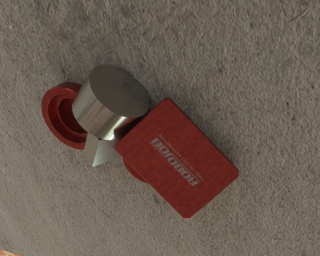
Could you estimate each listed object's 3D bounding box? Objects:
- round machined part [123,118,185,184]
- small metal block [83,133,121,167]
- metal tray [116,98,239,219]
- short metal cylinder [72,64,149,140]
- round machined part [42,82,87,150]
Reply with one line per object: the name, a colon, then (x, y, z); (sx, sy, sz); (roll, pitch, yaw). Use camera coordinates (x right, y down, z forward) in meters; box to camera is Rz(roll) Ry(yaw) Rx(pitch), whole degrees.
round machined part: (-0.012, 0.038, 0.425); (0.098, 0.042, 0.097); (13, 124, 20)
small metal block: (-0.071, 0.020, 0.417); (0.025, 0.050, 0.050); (46, 133, 28)
metal tray: (0.021, 0.037, 0.387); (0.090, 0.030, 0.130); (-43, 95, 7)
short metal cylinder: (-0.061, -0.032, 0.384); (0.080, 0.080, 0.050); (44, 129, -3)
round machined part: (-0.116, -0.021, 0.443); (0.098, 0.042, 0.097); (13, 124, 20)
